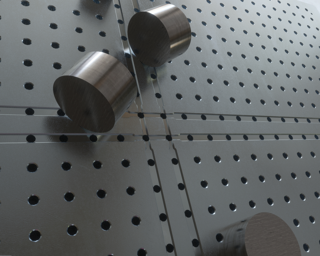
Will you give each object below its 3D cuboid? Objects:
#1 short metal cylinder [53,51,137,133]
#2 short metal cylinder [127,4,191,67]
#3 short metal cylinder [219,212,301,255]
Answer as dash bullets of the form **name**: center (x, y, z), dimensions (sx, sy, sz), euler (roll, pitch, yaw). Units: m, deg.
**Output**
- **short metal cylinder**: center (-0.074, -0.041, 0.359), dimensions (0.080, 0.080, 0.050), euler (37, 51, -4)
- **short metal cylinder**: center (-0.001, -0.137, 0.457), dimensions (0.080, 0.080, 0.050), euler (49, 51, 5)
- **short metal cylinder**: center (0.118, 0.147, 0.368), dimensions (0.081, 0.050, 0.080), euler (14, 56, -21)
